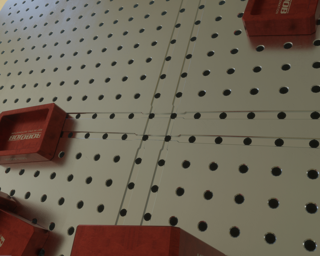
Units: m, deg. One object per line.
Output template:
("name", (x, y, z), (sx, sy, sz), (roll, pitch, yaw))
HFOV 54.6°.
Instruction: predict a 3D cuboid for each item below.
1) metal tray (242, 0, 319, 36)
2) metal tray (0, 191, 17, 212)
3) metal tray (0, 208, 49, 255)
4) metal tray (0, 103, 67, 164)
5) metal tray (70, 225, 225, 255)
("metal tray", (0.176, -0.188, 0.428), (0.090, 0.030, 0.130), (9, 66, 32))
("metal tray", (-0.277, 0.141, 0.427), (0.030, 0.090, 0.130), (23, 74, 36))
("metal tray", (-0.215, 0.179, 0.403), (0.090, 0.030, 0.130), (14, 69, 26))
("metal tray", (-0.226, 0.010, 0.519), (0.130, 0.030, 0.090), (-6, 59, 25))
("metal tray", (-0.003, 0.115, 0.272), (0.090, 0.130, 0.030), (-8, 59, 24))
